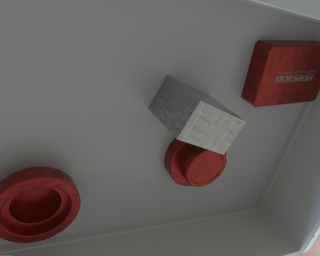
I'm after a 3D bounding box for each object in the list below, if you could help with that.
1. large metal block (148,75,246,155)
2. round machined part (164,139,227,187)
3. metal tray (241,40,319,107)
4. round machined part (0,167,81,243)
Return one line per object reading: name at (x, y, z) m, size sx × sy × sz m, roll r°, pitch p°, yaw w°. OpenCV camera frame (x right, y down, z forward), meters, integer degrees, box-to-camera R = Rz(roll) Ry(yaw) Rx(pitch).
large metal block at (0.045, -0.017, 0.389) m, size 0.080 × 0.080 × 0.050 m, roll 19°, pitch 108°, yaw -36°
round machined part at (0.060, 0.048, 0.462) m, size 0.099 × 0.042 × 0.097 m, roll -14°, pitch 125°, yaw -21°
metal tray at (0.191, -0.082, 0.462) m, size 0.131 × 0.030 × 0.089 m, roll -7°, pitch 122°, yaw -25°
round machined part at (-0.149, 0.086, 0.370) m, size 0.099 × 0.042 × 0.097 m, roll -14°, pitch 125°, yaw -21°
